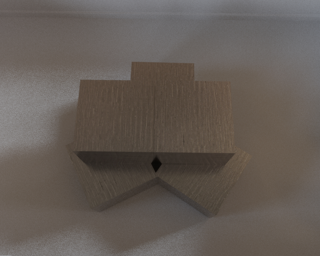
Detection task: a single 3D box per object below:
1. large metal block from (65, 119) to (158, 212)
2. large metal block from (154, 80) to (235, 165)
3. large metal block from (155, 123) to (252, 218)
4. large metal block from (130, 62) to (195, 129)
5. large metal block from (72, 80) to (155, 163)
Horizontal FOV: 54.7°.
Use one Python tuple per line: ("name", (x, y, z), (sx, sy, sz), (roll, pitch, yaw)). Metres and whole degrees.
("large metal block", (-0.057, 0.046, 0.377), (0.080, 0.050, 0.080), (-25, 72, -9))
("large metal block", (0.035, -0.005, 0.342), (0.080, 0.050, 0.080), (1, 70, 0))
("large metal block", (0.050, 0.051, 0.375), (0.080, 0.050, 0.080), (32, 73, 11))
("large metal block", (0.003, -0.039, 0.409), (0.080, 0.050, 0.080), (2, 70, 0))
("large metal block", (-0.046, -0.006, 0.343), (0.080, 0.050, 0.080), (1, 70, 0))
